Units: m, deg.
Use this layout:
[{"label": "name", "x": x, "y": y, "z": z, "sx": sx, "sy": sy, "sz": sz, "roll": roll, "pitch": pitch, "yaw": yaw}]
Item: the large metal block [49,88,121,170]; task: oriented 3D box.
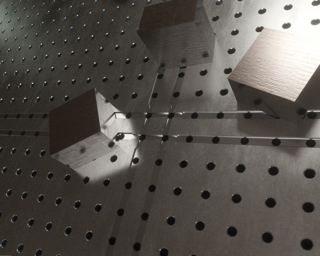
[{"label": "large metal block", "x": -0.110, "y": 0.001, "z": 0.447, "sx": 0.080, "sy": 0.050, "sz": 0.080, "roll": -25, "pitch": 53, "yaw": 12}]

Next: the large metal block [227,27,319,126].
[{"label": "large metal block", "x": 0.139, "y": -0.061, "z": 0.357, "sx": 0.080, "sy": 0.050, "sz": 0.080, "roll": 29, "pitch": 77, "yaw": 37}]

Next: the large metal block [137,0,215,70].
[{"label": "large metal block", "x": 0.026, "y": -0.132, "z": 0.439, "sx": 0.080, "sy": 0.080, "sz": 0.050, "roll": -3, "pitch": 60, "yaw": 26}]
